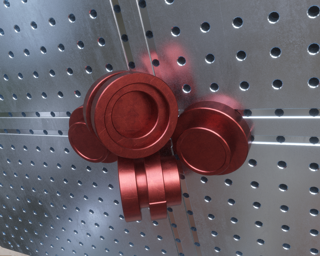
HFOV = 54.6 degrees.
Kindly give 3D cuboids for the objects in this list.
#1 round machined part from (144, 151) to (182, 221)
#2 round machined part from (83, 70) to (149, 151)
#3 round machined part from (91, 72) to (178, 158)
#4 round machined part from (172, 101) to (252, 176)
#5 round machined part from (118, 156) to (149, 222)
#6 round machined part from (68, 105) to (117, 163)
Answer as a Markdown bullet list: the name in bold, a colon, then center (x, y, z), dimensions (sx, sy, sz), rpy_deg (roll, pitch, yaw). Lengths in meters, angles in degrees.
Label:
- **round machined part**: center (0.003, 0.073, 0.420), dimensions (0.042, 0.098, 0.097), rpy_deg (-7, 120, -4)
- **round machined part**: center (-0.047, -0.024, 0.390), dimensions (0.042, 0.099, 0.098), rpy_deg (31, 144, 63)
- **round machined part**: center (-0.032, -0.017, 0.362), dimensions (0.042, 0.099, 0.098), rpy_deg (31, 144, 63)
- **round machined part**: center (0.059, 0.019, 0.382), dimensions (0.098, 0.042, 0.097), rpy_deg (13, 124, 21)
- **round machined part**: center (-0.030, 0.075, 0.421), dimensions (0.042, 0.098, 0.097), rpy_deg (-7, 120, -4)
- **round machined part**: center (-0.095, 0.012, 0.458), dimensions (0.098, 0.042, 0.097), rpy_deg (13, 124, 21)
